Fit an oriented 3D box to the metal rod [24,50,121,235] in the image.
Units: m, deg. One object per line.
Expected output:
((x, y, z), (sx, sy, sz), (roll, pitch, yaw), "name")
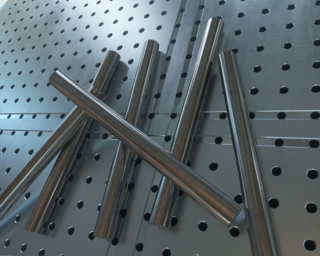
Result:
((-0.124, 0.007, 0.470), (0.025, 0.025, 0.300), (5, 64, 31), "metal rod")

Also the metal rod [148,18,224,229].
((0.041, -0.023, 0.401), (0.025, 0.025, 0.300), (4, 63, 30), "metal rod")

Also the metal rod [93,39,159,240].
((-0.040, -0.002, 0.431), (0.025, 0.025, 0.300), (-3, 60, 27), "metal rod")

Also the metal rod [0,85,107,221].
((-0.183, 0.060, 0.445), (0.300, 0.025, 0.025), (-49, 51, 3), "metal rod")

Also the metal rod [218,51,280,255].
((0.095, 0.031, 0.339), (0.025, 0.025, 0.300), (-15, 55, 20), "metal rod")

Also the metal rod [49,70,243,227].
((-0.035, 0.009, 0.371), (0.300, 0.025, 0.025), (36, 82, 26), "metal rod")
